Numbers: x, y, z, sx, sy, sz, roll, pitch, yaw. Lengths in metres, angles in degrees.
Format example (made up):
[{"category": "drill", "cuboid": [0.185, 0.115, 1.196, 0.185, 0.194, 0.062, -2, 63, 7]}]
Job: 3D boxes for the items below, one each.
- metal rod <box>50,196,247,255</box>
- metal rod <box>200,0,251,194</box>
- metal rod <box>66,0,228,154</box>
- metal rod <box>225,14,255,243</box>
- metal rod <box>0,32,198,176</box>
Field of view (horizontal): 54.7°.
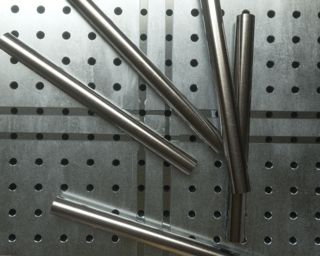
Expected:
[{"category": "metal rod", "cuboid": [0.004, 0.148, 0.413, 0.302, 0.025, 0.025, 18, 90, -1]}, {"category": "metal rod", "cuboid": [0.080, -0.067, 0.400, 0.025, 0.025, 0.298, -8, 85, 0]}, {"category": "metal rod", "cuboid": [-0.022, -0.082, 0.413, 0.025, 0.025, 0.300, -44, 91, 0]}, {"category": "metal rod", "cuboid": [0.107, 0.000, 0.414, 0.025, 0.025, 0.298, 3, 90, -1]}, {"category": "metal rod", "cuboid": [-0.081, -0.031, 0.412, 0.301, 0.025, 0.025, 34, 90, -1]}]
